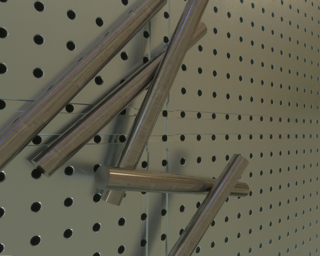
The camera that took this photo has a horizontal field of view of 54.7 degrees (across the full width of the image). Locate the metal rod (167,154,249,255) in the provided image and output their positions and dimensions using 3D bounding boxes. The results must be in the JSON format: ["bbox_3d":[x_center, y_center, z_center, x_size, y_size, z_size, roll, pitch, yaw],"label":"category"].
[{"bbox_3d":[0.030,0.160,0.405,0.025,0.025,0.300,47,72,-31],"label":"metal rod"}]

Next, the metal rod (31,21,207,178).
[{"bbox_3d":[-0.030,-0.054,0.385,0.301,0.025,0.025,-47,118,-30],"label":"metal rod"}]

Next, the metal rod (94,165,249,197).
[{"bbox_3d":[0.042,0.078,0.423,0.302,0.025,0.025,16,80,-46],"label":"metal rod"}]

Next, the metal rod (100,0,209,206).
[{"bbox_3d":[0.000,-0.050,0.382,0.025,0.025,0.299,29,81,-37],"label":"metal rod"}]

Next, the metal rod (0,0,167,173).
[{"bbox_3d":[-0.082,-0.065,0.341,0.025,0.025,0.301,52,59,-28],"label":"metal rod"}]
